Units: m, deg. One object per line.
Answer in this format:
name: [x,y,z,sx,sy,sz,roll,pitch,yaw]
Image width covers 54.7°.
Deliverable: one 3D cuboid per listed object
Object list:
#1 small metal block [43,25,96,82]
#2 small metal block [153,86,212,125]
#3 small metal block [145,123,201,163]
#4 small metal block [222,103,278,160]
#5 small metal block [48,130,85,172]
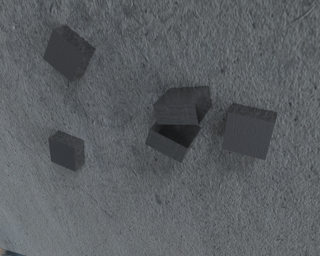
small metal block: [-0.121,-0.098,0.410,0.050,0.025,0.050,40,129,1]
small metal block: [0.027,-0.027,0.360,0.050,0.050,0.025,1,119,28]
small metal block: [0.017,0.010,0.388,0.050,0.050,0.025,28,128,11]
small metal block: [0.102,0.004,0.355,0.050,0.025,0.050,15,125,20]
small metal block: [-0.153,0.038,0.511,0.050,0.025,0.050,19,126,17]
